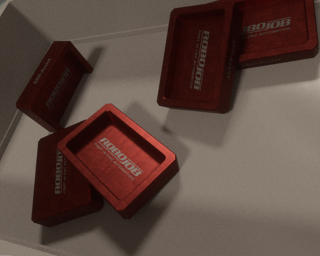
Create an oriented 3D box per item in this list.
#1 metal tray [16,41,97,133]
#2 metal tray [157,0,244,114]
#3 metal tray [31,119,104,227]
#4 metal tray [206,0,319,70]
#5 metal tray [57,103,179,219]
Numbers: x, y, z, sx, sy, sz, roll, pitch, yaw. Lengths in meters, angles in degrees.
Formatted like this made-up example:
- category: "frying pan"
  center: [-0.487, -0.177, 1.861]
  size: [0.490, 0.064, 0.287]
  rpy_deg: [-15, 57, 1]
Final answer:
- category: "metal tray"
  center: [-0.161, -0.064, 0.502]
  size: [0.030, 0.090, 0.130]
  rpy_deg: [8, 64, 28]
- category: "metal tray"
  center: [0.049, -0.087, 0.391]
  size: [0.090, 0.030, 0.129]
  rpy_deg: [8, 89, 37]
- category: "metal tray"
  center: [-0.128, 0.060, 0.430]
  size: [0.090, 0.030, 0.130]
  rpy_deg: [-21, 54, 15]
- category: "metal tray"
  center: [0.125, -0.126, 0.394]
  size: [0.130, 0.030, 0.090]
  rpy_deg: [-5, 80, 25]
- category: "metal tray"
  center: [-0.053, 0.035, 0.382]
  size: [0.090, 0.030, 0.130]
  rpy_deg: [-42, 59, -18]
